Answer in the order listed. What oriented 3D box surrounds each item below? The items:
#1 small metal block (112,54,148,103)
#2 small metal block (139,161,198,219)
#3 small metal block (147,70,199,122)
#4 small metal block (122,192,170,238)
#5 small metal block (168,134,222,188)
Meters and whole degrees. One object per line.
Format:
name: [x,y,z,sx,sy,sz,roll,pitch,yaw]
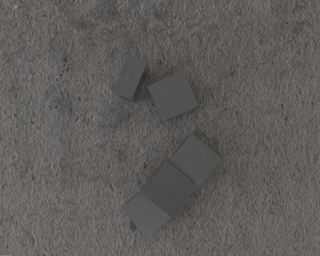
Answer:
small metal block: [-0.036,-0.062,0.397,0.025,0.050,0.050,22,90,0]
small metal block: [0.010,0.077,0.388,0.050,0.025,0.050,40,75,-3]
small metal block: [0.017,-0.041,0.410,0.050,0.025,0.050,-24,90,0]
small metal block: [-0.014,0.107,0.410,0.050,0.025,0.050,-40,90,0]
small metal block: [0.044,0.042,0.410,0.050,0.025,0.050,39,90,0]
